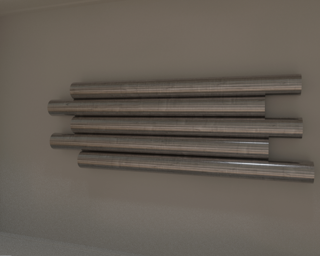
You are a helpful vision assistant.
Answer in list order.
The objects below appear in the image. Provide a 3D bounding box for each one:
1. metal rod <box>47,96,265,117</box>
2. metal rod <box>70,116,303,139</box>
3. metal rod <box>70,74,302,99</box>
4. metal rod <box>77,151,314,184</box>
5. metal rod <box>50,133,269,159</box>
[{"bbox_3d":[-0.018,-0.028,0.414,0.301,0.025,0.025,1,90,19],"label":"metal rod"},{"bbox_3d":[0.019,-0.002,0.402,0.301,0.025,0.025,1,90,19],"label":"metal rod"},{"bbox_3d":[0.018,-0.052,0.402,0.301,0.025,0.025,1,90,19],"label":"metal rod"},{"bbox_3d":[0.030,0.048,0.398,0.301,0.025,0.025,1,90,19],"label":"metal rod"},{"bbox_3d":[-0.014,0.022,0.413,0.301,0.025,0.025,1,90,19],"label":"metal rod"}]
